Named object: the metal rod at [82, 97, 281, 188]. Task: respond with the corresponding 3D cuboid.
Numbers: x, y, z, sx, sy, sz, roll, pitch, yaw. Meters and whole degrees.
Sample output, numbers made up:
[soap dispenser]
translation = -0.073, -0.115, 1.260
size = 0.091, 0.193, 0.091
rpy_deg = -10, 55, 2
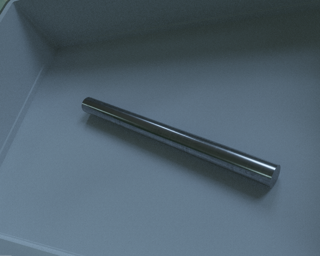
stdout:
[metal rod]
translation = 0.002, 0.006, 0.400
size = 0.300, 0.025, 0.025
rpy_deg = 20, 73, 35
